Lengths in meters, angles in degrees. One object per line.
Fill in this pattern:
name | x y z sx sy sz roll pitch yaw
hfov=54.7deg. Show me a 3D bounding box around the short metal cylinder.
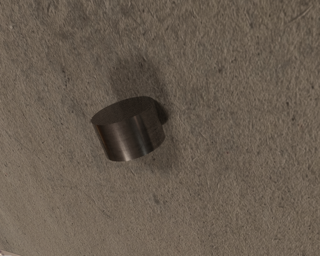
short metal cylinder | -0.039 -0.001 0.390 0.080 0.080 0.050 -4 116 30
